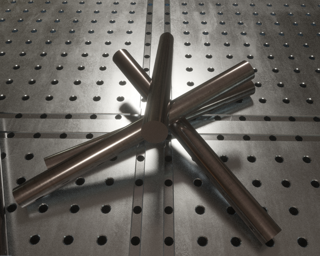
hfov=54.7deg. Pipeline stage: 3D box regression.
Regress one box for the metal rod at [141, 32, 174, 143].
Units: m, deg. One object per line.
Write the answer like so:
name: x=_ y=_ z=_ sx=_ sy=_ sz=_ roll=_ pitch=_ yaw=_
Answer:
metal rod: x=0.003 y=-0.075 z=0.411 sx=0.025 sy=0.025 sz=0.300 roll=3 pitch=32 yaw=2

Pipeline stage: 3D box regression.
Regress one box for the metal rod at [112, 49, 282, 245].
metal rod: x=0.029 y=0.005 z=0.377 sx=0.025 sy=0.025 sz=0.300 roll=-28 pitch=64 yaw=-22

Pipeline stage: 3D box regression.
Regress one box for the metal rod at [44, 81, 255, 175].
metal rod: x=0.000 y=-0.007 z=0.413 sx=0.302 sy=0.025 sz=0.025 roll=-22 pitch=54 yaw=-18

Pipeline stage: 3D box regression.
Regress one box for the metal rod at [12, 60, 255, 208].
metal rod: x=-0.025 y=0.004 z=0.357 sx=0.301 sy=0.025 sz=0.025 roll=-29 pitch=55 yaw=-6

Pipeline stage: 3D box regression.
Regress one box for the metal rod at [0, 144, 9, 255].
metal rod: x=-0.183 y=0.081 z=0.336 sx=0.025 sy=0.025 sz=0.300 roll=-17 pitch=52 yaw=-14
